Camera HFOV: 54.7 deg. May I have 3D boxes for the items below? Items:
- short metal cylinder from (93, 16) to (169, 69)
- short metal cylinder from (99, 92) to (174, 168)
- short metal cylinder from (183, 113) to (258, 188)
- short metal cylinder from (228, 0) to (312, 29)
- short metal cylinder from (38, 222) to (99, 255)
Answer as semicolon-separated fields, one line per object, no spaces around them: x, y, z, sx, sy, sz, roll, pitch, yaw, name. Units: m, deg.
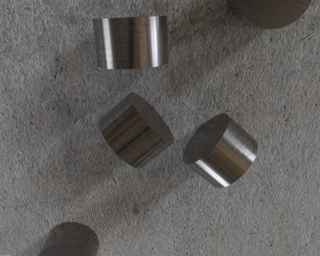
-0.031;-0.097;0.344;0.080;0.080;0.050;-2;110;1;short metal cylinder
-0.028;0.003;0.381;0.050;0.080;0.080;-40;106;13;short metal cylinder
0.075;0.028;0.391;0.050;0.080;0.080;40;105;-13;short metal cylinder
0.119;-0.152;0.341;0.081;0.050;0.079;0;110;0;short metal cylinder
-0.136;0.190;0.465;0.081;0.050;0.079;0;110;0;short metal cylinder
